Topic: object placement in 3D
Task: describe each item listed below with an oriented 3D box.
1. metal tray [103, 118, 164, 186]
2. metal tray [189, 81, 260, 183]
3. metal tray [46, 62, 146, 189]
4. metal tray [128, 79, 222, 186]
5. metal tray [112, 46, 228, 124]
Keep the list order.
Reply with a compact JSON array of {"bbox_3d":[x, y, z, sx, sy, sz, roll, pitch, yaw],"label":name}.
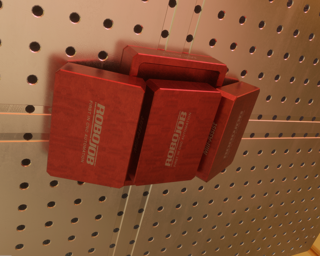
[{"bbox_3d":[-0.007,0.032,0.426,0.131,0.030,0.089,0,119,-29],"label":"metal tray"},{"bbox_3d":[0.091,0.004,0.438,0.091,0.030,0.129,-21,132,-51],"label":"metal tray"},{"bbox_3d":[-0.073,0.001,0.347,0.091,0.030,0.129,12,115,-6],"label":"metal tray"},{"bbox_3d":[0.015,0.008,0.383,0.091,0.030,0.129,-1,119,-29],"label":"metal tray"},{"bbox_3d":[0.013,-0.047,0.387,0.131,0.030,0.089,0,119,-29],"label":"metal tray"}]
